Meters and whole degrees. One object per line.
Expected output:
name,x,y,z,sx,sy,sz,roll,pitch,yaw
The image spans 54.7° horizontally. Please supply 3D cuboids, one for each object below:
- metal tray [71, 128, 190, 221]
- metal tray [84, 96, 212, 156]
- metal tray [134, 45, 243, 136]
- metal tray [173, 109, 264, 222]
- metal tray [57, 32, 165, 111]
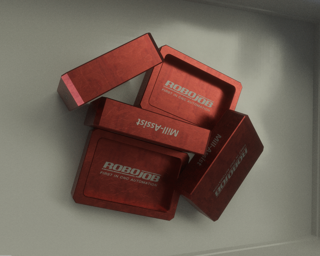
metal tray,-0.035,0.059,0.393,0.131,0.030,0.090,17,84,-20
metal tray,-0.018,0.000,0.367,0.131,0.090,0.030,17,85,-20
metal tray,0.040,-0.043,0.422,0.131,0.030,0.090,22,83,-19
metal tray,0.084,0.051,0.417,0.130,0.030,0.090,-53,135,-12
metal tray,-0.060,-0.054,0.330,0.091,0.130,0.030,-31,101,-17
